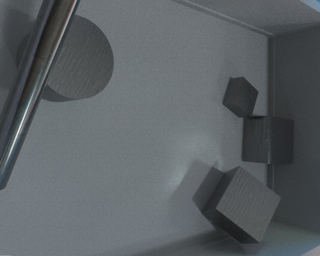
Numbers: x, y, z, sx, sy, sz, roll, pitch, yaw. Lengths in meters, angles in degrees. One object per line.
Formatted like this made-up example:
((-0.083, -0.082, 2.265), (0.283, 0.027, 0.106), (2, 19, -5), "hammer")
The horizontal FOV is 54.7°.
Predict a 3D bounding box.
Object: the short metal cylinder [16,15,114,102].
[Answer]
((-0.095, -0.067, 0.312), (0.081, 0.050, 0.079), (0, 90, -40), "short metal cylinder")

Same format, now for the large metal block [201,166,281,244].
((0.124, 0.118, 0.476), (0.080, 0.050, 0.080), (38, 62, -1), "large metal block")

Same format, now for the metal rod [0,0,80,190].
((-0.087, -0.080, 0.249), (0.025, 0.025, 0.298), (16, 107, -39), "metal rod")

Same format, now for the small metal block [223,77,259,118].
((0.138, -0.051, 0.525), (0.050, 0.025, 0.050), (32, 70, -36), "small metal block")

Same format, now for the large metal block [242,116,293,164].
((0.195, 0.022, 0.557), (0.081, 0.050, 0.080), (6, 87, -40), "large metal block")
